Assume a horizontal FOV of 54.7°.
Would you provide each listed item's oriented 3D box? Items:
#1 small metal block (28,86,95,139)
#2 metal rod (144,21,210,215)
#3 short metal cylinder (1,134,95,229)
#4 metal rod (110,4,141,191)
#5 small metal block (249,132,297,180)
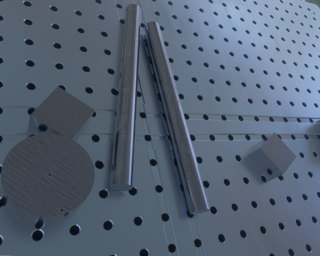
[{"bbox_3d":[-0.112,-0.012,0.355,0.050,0.025,0.050,33,51,-7],"label":"small metal block"},{"bbox_3d":[0.017,-0.031,0.435,0.025,0.025,0.299,1,61,-28],"label":"metal rod"},{"bbox_3d":[-0.110,0.052,0.301,0.081,0.050,0.080,14,56,-21],"label":"short metal cylinder"},{"bbox_3d":[-0.043,-0.062,0.422,0.025,0.025,0.299,14,56,-21],"label":"metal rod"},{"bbox_3d":[0.174,0.042,0.475,0.050,0.025,0.050,-35,81,-38],"label":"small metal block"}]
